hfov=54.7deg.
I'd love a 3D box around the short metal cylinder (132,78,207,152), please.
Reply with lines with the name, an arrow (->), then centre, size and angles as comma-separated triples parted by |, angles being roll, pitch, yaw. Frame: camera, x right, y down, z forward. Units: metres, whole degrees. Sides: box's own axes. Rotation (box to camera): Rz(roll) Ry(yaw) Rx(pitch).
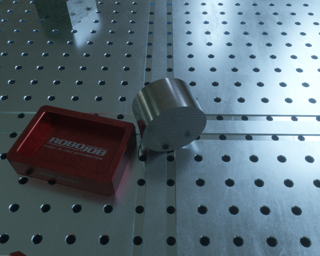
short metal cylinder -> 0.011, -0.015, 0.385 | 0.081, 0.080, 0.050 | -14, 52, -11

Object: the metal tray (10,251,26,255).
metal tray -> -0.099, 0.175, 0.256 | 0.130, 0.030, 0.090 | 22, 53, 17

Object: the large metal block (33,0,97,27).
large metal block -> -0.182, -0.246, 0.597 | 0.080, 0.050, 0.080 | 21, 53, 17

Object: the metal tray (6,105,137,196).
metal tray -> -0.104, 0.024, 0.383 | 0.131, 0.030, 0.090 | 12, 51, 9
